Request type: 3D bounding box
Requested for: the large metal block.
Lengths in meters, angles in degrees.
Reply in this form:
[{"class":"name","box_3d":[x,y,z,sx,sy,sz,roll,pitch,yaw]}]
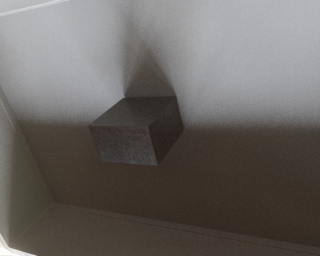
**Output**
[{"class":"large metal block","box_3d":[-0.027,0.001,0.385,0.080,0.080,0.050,1,119,27]}]
